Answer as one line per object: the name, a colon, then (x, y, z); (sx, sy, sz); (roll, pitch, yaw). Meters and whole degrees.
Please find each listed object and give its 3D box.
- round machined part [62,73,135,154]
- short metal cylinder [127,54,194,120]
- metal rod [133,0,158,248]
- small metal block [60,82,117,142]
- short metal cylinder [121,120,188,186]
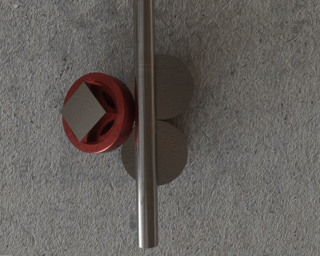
round machined part: (-0.072, -0.017, 0.389); (0.098, 0.042, 0.097); (-1, 87, 29)
short metal cylinder: (0.001, -0.050, 0.399); (0.081, 0.050, 0.079); (0, 90, 0)
metal rod: (-0.017, -0.014, 0.361); (0.025, 0.025, 0.298); (-1, 90, 0)
small metal block: (-0.085, -0.018, 0.370); (0.050, 0.025, 0.050); (-46, 68, 19)
short metal cylinder: (-0.007, 0.030, 0.398); (0.081, 0.050, 0.080); (0, 89, 0)
